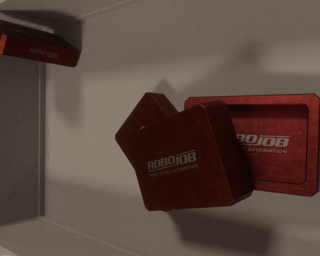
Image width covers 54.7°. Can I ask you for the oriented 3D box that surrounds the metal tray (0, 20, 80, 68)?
[{"bbox_3d":[-0.212,-0.140,0.509,0.090,0.131,0.030,37,112,33],"label":"metal tray"}]

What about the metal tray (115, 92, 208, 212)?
[{"bbox_3d":[0.003,0.028,0.399,0.090,0.030,0.130,-51,60,27],"label":"metal tray"}]

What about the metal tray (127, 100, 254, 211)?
[{"bbox_3d":[0.022,0.034,0.315,0.130,0.030,0.090,-22,82,50],"label":"metal tray"}]

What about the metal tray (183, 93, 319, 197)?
[{"bbox_3d":[0.086,0.015,0.308,0.130,0.030,0.090,1,81,30],"label":"metal tray"}]
